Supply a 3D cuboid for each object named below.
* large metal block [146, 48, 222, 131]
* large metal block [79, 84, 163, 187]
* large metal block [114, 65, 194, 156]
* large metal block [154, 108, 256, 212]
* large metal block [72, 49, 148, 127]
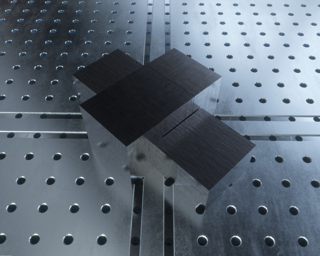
[{"bbox_3d":[0.029,-0.045,0.411,0.050,0.080,0.080,-37,60,-27],"label":"large metal block"},{"bbox_3d":[-0.043,0.009,0.365,0.050,0.080,0.080,-37,60,-27],"label":"large metal block"},{"bbox_3d":[-0.008,-0.019,0.388,0.050,0.080,0.080,-37,60,-27],"label":"large metal block"},{"bbox_3d":[0.050,0.034,0.363,0.080,0.050,0.080,-37,60,-26],"label":"large metal block"},{"bbox_3d":[-0.061,-0.056,0.435,0.080,0.050,0.080,37,60,26],"label":"large metal block"}]
